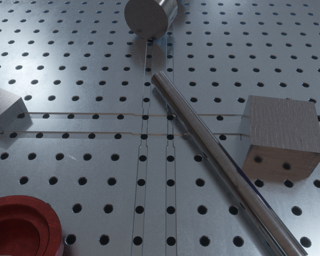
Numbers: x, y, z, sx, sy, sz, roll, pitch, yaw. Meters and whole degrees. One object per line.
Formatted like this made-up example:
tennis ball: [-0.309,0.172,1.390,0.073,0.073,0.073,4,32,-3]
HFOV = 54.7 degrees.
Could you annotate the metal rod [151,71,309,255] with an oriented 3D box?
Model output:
metal rod: [0.065,0.027,0.385,0.025,0.025,0.300,-21,53,-17]

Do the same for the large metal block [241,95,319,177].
large metal block: [0.147,0.009,0.385,0.080,0.050,0.080,7,50,6]

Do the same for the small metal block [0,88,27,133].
small metal block: [-0.225,-0.027,0.429,0.050,0.025,0.050,22,53,17]

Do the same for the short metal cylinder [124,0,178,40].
short metal cylinder: [-0.015,-0.203,0.542,0.080,0.080,0.050,16,52,13]

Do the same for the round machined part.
round machined part: [-0.142,0.117,0.292,0.099,0.042,0.098,4,45,-4]
